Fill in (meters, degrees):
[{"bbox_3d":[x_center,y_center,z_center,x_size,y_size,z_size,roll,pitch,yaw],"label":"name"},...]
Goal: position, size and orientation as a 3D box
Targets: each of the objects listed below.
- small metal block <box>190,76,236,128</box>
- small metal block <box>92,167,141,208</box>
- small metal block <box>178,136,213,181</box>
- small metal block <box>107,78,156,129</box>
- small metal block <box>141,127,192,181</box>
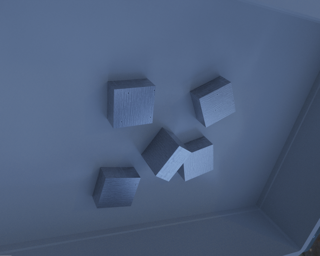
[{"bbox_3d":[0.074,-0.036,0.429,0.050,0.025,0.050,-28,128,-11],"label":"small metal block"},{"bbox_3d":[-0.061,0.082,0.428,0.050,0.025,0.050,5,116,-31],"label":"small metal block"},{"bbox_3d":[0.052,0.046,0.468,0.050,0.025,0.050,-19,126,-18],"label":"small metal block"},{"bbox_3d":[-0.035,-0.030,0.372,0.050,0.025,0.050,-9,122,-24],"label":"small metal block"},{"bbox_3d":[0.007,0.035,0.420,0.025,0.050,0.050,30,101,-38],"label":"small metal block"}]
